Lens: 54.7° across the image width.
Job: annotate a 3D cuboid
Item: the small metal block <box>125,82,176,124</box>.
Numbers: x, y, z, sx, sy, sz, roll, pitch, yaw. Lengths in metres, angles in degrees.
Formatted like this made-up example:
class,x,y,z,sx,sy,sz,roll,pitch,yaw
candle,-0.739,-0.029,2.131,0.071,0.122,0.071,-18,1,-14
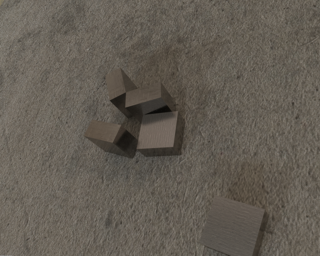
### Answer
class,x,y,z,sx,sy,sz,roll,pitch,yaw
small metal block,-0.011,-0.031,0.413,0.050,0.050,0.025,-14,56,20

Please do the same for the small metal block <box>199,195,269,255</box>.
class,x,y,z,sx,sy,sz,roll,pitch,yaw
small metal block,0.073,0.100,0.304,0.050,0.025,0.050,11,67,32

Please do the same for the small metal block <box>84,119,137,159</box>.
class,x,y,z,sx,sy,sz,roll,pitch,yaw
small metal block,-0.063,0.015,0.412,0.050,0.050,0.025,10,67,32

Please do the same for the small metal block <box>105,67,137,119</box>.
class,x,y,z,sx,sy,sz,roll,pitch,yaw
small metal block,-0.051,-0.050,0.445,0.025,0.050,0.050,-25,53,13

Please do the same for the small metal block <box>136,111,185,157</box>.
class,x,y,z,sx,sy,sz,roll,pitch,yaw
small metal block,0.002,0.008,0.398,0.050,0.025,0.050,-5,59,25
